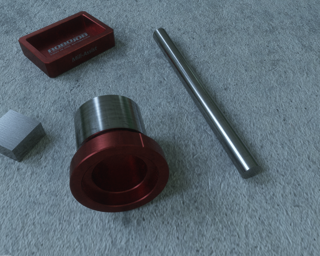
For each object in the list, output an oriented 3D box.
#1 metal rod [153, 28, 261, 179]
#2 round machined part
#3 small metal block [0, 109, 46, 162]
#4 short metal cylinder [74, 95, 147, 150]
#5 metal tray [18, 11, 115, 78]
[{"bbox_3d":[0.053,-0.056,0.450,0.025,0.025,0.300,-16,52,-13],"label":"metal rod"},{"bbox_3d":[-0.043,0.041,0.323,0.099,0.097,0.042,-10,40,-8],"label":"round machined part"},{"bbox_3d":[-0.185,0.009,0.394,0.050,0.025,0.050,21,53,16],"label":"small metal block"},{"bbox_3d":[-0.057,0.007,0.361,0.081,0.080,0.050,-11,51,-9],"label":"short metal cylinder"},{"bbox_3d":[-0.153,-0.144,0.519,0.131,0.030,0.090,-37,59,-27],"label":"metal tray"}]
